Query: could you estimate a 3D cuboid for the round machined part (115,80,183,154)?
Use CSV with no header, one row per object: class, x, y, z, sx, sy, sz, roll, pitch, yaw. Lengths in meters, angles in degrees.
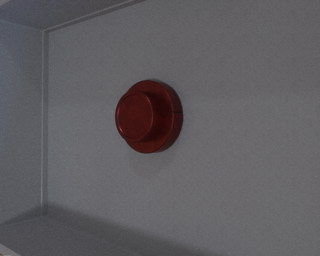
round machined part,-0.021,-0.015,0.411,0.098,0.042,0.097,0,90,40
